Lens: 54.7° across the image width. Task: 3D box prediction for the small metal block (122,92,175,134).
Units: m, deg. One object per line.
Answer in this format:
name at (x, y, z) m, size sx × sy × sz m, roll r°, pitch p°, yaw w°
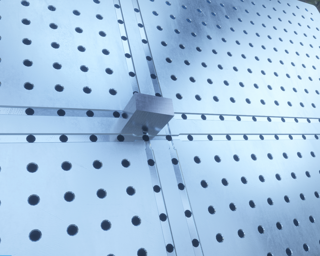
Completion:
small metal block at (-0.017, -0.017, 0.395) m, size 0.050 × 0.050 × 0.025 m, roll 8°, pitch 59°, yaw -25°
